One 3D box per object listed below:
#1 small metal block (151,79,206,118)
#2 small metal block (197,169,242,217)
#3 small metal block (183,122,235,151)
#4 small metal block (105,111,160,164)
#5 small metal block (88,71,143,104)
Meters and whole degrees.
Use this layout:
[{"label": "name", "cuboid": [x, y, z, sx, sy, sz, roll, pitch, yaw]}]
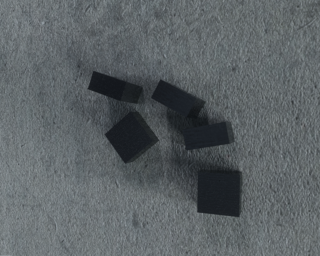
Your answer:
[{"label": "small metal block", "cuboid": [0.024, -0.035, 0.387, 0.050, 0.050, 0.025, 30, 100, 17]}, {"label": "small metal block", "cuboid": [0.074, 0.079, 0.383, 0.050, 0.025, 0.050, 1, 90, 20]}, {"label": "small metal block", "cuboid": [0.060, 0.009, 0.374, 0.050, 0.050, 0.025, -11, 87, 19]}, {"label": "small metal block", "cuboid": [-0.038, 0.013, 0.422, 0.050, 0.025, 0.050, -40, 78, 15]}, {"label": "small metal block", "cuboid": [-0.059, -0.054, 0.416, 0.050, 0.050, 0.025, 21, 97, 19]}]
